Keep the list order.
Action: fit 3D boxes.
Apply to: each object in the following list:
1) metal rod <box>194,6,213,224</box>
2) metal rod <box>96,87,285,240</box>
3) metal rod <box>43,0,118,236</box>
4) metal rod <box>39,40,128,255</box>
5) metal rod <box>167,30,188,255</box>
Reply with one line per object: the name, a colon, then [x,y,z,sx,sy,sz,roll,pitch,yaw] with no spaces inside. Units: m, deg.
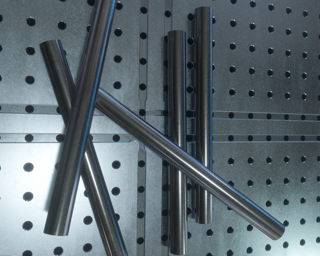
metal rod: [0.061,-0.017,0.436,0.025,0.025,0.298,0,90,-20]
metal rod: [0.037,0.048,0.398,0.301,0.025,0.025,37,78,-5]
metal rod: [-0.086,-0.033,0.357,0.025,0.025,0.299,14,76,-20]
metal rod: [-0.088,0.042,0.380,0.025,0.025,0.298,-18,96,-19]
metal rod: [0.024,0.020,0.422,0.025,0.025,0.298,-1,90,-20]
